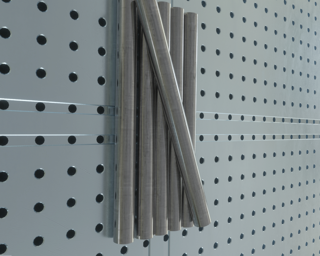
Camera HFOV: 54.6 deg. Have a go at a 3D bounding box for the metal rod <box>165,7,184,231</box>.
[{"bbox_3d":[0.019,-0.012,0.425,0.025,0.025,0.298,1,89,-40],"label":"metal rod"}]

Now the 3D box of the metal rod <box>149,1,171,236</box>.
[{"bbox_3d":[0.000,-0.013,0.407,0.025,0.025,0.298,1,89,-40],"label":"metal rod"}]

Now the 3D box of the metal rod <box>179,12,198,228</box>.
[{"bbox_3d":[0.039,-0.012,0.441,0.025,0.025,0.298,2,89,-40],"label":"metal rod"}]

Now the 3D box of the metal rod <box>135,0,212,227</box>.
[{"bbox_3d":[0.020,-0.012,0.392,0.025,0.025,0.298,-25,106,-37],"label":"metal rod"}]

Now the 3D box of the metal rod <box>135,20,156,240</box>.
[{"bbox_3d":[-0.018,-0.013,0.391,0.025,0.025,0.298,1,89,-40],"label":"metal rod"}]

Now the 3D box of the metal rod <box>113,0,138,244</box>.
[{"bbox_3d":[-0.041,-0.015,0.372,0.025,0.025,0.298,1,89,-40],"label":"metal rod"}]
